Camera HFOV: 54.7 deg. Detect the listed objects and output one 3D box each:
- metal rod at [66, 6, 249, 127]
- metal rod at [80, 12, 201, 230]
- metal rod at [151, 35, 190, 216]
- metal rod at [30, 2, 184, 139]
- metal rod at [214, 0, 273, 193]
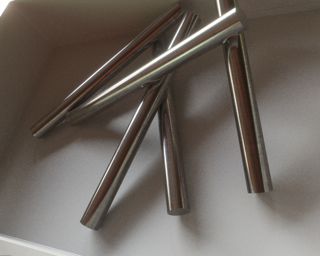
[{"bbox_3d":[-0.028,-0.061,0.394,0.299,0.025,0.025,-23,51,38],"label":"metal rod"},{"bbox_3d":[-0.021,-0.015,0.397,0.025,0.025,0.299,21,81,35],"label":"metal rod"},{"bbox_3d":[0.008,-0.033,0.420,0.025,0.025,0.299,-18,55,17],"label":"metal rod"},{"bbox_3d":[-0.085,-0.083,0.479,0.300,0.025,0.025,-38,51,10],"label":"metal rod"},{"bbox_3d":[0.082,-0.082,0.335,0.025,0.025,0.298,-11,81,22],"label":"metal rod"}]
